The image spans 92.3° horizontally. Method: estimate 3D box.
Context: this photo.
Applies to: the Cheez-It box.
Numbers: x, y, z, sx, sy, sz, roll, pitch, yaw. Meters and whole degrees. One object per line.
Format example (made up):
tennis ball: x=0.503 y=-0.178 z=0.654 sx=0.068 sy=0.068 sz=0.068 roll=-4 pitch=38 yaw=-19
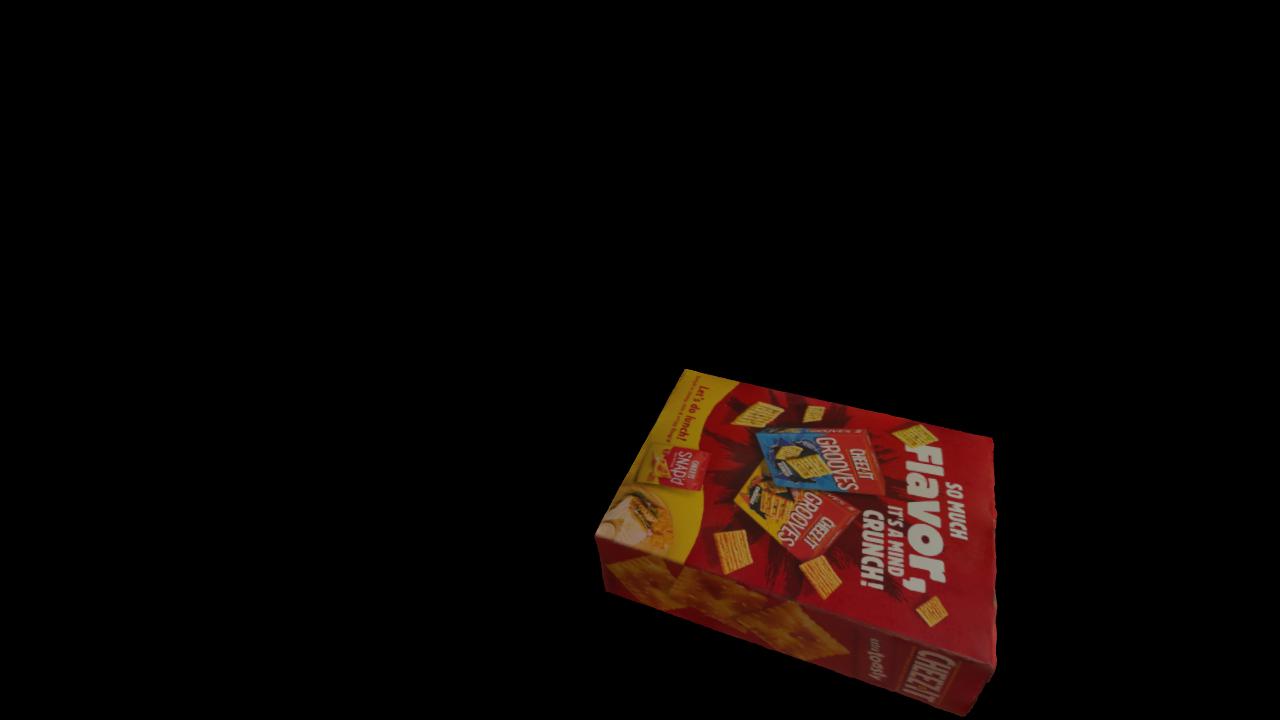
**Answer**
Cheez-It box: x=0.105 y=0.100 z=0.406 sx=0.223 sy=0.071 sz=0.166 roll=11 pitch=42 yaw=20
